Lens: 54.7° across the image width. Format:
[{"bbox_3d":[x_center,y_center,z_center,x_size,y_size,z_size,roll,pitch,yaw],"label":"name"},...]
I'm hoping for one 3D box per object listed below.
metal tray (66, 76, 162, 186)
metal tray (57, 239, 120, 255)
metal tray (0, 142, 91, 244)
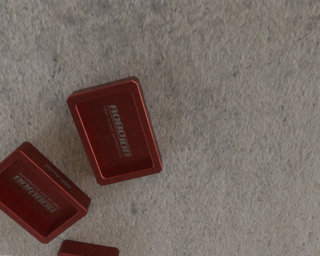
[{"bbox_3d":[-0.056,0.006,0.408,0.090,0.030,0.129,-14,110,4],"label":"metal tray"},{"bbox_3d":[-0.122,0.246,0.496,0.091,0.030,0.129,12,110,-5],"label":"metal tray"},{"bbox_3d":[-0.176,0.094,0.439,0.090,0.030,0.130,-38,106,12],"label":"metal tray"}]
